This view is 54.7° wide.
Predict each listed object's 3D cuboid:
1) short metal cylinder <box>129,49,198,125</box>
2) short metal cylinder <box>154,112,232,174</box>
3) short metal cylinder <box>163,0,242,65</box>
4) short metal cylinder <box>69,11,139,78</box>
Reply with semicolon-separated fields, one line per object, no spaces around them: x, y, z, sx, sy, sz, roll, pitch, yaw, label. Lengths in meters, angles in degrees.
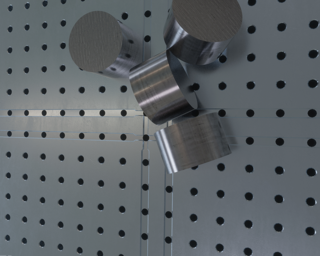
0.006;-0.049;0.381;0.050;0.080;0.080;-25;82;19;short metal cylinder
0.039;0.018;0.370;0.080;0.080;0.050;-20;83;19;short metal cylinder
0.048;-0.121;0.363;0.081;0.050;0.080;3;72;-10;short metal cylinder
-0.076;-0.113;0.426;0.080;0.050;0.079;0;90;20;short metal cylinder
